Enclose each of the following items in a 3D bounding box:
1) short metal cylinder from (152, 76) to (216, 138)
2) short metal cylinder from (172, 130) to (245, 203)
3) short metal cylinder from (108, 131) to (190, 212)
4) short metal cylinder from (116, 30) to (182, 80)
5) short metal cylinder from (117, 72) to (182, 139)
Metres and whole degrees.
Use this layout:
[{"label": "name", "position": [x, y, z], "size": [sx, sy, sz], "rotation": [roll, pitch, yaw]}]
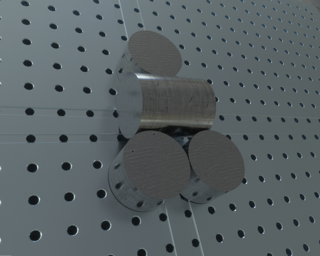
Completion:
[{"label": "short metal cylinder", "position": [0.028, -0.027, 0.407], "size": [0.050, 0.080, 0.080], "rotation": [0, 62, -29]}, {"label": "short metal cylinder", "position": [0.059, 0.049, 0.394], "size": [0.081, 0.050, 0.080], "rotation": [14, 56, -21]}, {"label": "short metal cylinder", "position": [-0.013, 0.050, 0.355], "size": [0.081, 0.050, 0.080], "rotation": [14, 56, -21]}, {"label": "short metal cylinder", "position": [-0.016, -0.091, 0.440], "size": [0.081, 0.050, 0.080], "rotation": [14, 56, -21]}, {"label": "short metal cylinder", "position": [-0.016, -0.027, 0.383], "size": [0.050, 0.080, 0.080], "rotation": [0, 62, -29]}]
